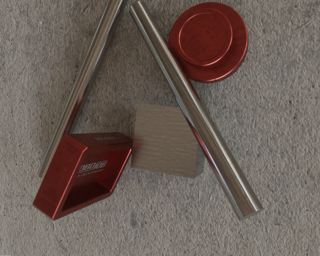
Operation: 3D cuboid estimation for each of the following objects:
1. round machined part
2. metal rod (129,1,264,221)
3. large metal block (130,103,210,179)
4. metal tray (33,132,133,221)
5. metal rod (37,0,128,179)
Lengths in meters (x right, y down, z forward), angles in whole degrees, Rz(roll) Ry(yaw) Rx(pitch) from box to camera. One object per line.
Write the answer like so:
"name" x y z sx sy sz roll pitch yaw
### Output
"round machined part" 0.056 -0.106 0.380 0.098 0.042 0.097 0 90 19
"metal rod" 0.027 -0.041 0.352 0.025 0.025 0.299 -34 62 16
"large metal block" 0.014 0.014 0.390 0.080 0.050 0.079 7 93 19
"metal tray" -0.085 0.052 0.382 0.030 0.130 0.090 29 99 17
"metal rod" -0.111 -0.062 0.446 0.025 0.025 0.298 27 99 17
